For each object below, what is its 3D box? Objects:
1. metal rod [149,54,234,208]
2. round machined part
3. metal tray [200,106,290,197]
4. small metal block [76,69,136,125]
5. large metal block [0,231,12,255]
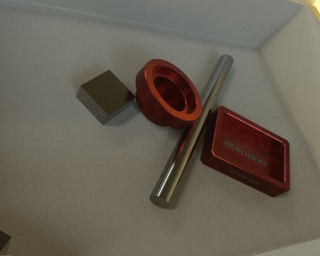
[{"bbox_3d":[0.058,-0.017,0.448,0.025,0.025,0.301,35,51,-6],"label":"metal rod"},{"bbox_3d":[0.007,-0.041,0.414,0.098,0.042,0.098,27,43,-29],"label":"round machined part"},{"bbox_3d":[0.128,0.034,0.452,0.131,0.030,0.090,26,52,-12],"label":"metal tray"},{"bbox_3d":[-0.069,-0.040,0.394,0.050,0.025,0.050,46,51,4],"label":"small metal block"},{"bbox_3d":[-0.164,0.089,0.228,0.080,0.080,0.050,35,51,-6],"label":"large metal block"}]
